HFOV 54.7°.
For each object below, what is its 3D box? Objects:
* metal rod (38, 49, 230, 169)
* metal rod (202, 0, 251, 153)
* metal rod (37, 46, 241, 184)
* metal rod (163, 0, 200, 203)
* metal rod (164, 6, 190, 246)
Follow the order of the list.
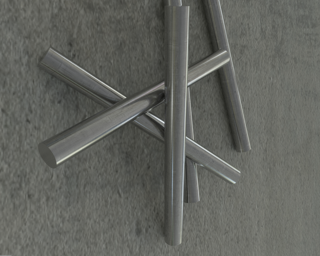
[{"bbox_3d":[-0.001,-0.041,0.361,0.302,0.025,0.025,-34,112,-41],"label":"metal rod"},{"bbox_3d":[0.103,-0.103,0.493,0.025,0.025,0.298,-26,106,-37],"label":"metal rod"},{"bbox_3d":[-0.004,0.000,0.380,0.301,0.025,0.025,32,70,-28],"label":"metal rod"},{"bbox_3d":[0.030,-0.044,0.431,0.025,0.025,0.298,-10,96,-40],"label":"metal rod"},{"bbox_3d":[0.018,0.016,0.366,0.025,0.025,0.298,-20,120,-38],"label":"metal rod"}]
